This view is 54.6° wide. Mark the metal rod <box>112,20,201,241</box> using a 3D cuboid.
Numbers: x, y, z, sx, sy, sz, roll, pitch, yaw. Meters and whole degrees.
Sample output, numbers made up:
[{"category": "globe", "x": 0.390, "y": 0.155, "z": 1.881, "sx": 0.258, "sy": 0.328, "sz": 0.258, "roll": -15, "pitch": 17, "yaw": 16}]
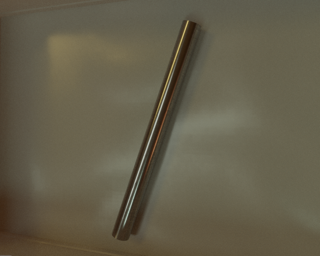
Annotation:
[{"category": "metal rod", "x": -0.007, "y": 0.008, "z": 0.411, "sx": 0.025, "sy": 0.025, "sz": 0.298, "roll": 21, "pitch": 97, "yaw": 19}]
